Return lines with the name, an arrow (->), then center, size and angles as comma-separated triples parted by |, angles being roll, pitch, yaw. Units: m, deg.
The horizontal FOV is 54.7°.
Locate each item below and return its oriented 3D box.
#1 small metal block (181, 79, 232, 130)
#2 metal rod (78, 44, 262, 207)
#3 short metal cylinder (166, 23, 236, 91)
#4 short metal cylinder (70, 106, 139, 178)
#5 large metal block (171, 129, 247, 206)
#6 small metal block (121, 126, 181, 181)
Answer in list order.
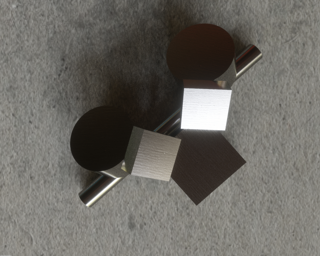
small metal block -> 0.050, -0.026, 0.349 | 0.050, 0.025, 0.050 | 2, 121, -1
metal rod -> 0.014, -0.003, 0.411 | 0.300, 0.025, 0.025 | -41, 91, -1
short metal cylinder -> 0.053, -0.081, 0.384 | 0.080, 0.050, 0.080 | -5, 71, 14
short metal cylinder -> -0.062, 0.018, 0.384 | 0.080, 0.050, 0.080 | -5, 71, 14
large metal block -> 0.048, 0.037, 0.398 | 0.080, 0.050, 0.080 | -41, 91, 0
small metal block -> -0.010, 0.029, 0.349 | 0.050, 0.025, 0.050 | 16, 90, -33
